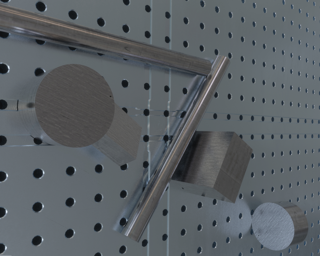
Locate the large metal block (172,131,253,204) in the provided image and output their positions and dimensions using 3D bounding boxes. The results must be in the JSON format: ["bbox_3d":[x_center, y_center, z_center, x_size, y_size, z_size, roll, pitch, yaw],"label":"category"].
[{"bbox_3d":[0.071,0.051,0.434,0.050,0.080,0.080,39,66,-34],"label":"large metal block"}]

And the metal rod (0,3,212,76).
[{"bbox_3d":[-0.047,-0.097,0.369,0.302,0.025,0.025,3,88,-40],"label":"metal rod"}]

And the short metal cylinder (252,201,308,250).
[{"bbox_3d":[0.213,0.173,0.553,0.050,0.080,0.080,7,86,-40],"label":"short metal cylinder"}]

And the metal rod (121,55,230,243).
[{"bbox_3d":[0.032,0.014,0.435,0.025,0.025,0.300,44,63,-31],"label":"metal rod"}]

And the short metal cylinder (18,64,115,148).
[{"bbox_3d":[-0.094,-0.021,0.314,0.081,0.050,0.079,0,90,-40],"label":"short metal cylinder"}]

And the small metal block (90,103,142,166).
[{"bbox_3d":[-0.049,0.007,0.355,0.050,0.025,0.050,44,35,-31],"label":"small metal block"}]
